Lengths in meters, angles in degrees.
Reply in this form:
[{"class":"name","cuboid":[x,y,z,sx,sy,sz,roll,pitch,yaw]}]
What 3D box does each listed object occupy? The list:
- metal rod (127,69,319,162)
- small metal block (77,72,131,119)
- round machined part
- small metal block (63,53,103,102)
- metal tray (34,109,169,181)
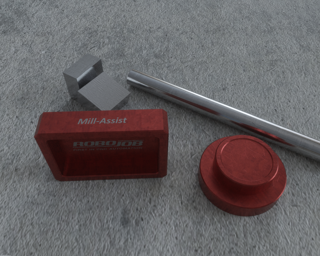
[{"class":"metal rod","cuboid":[0.088,-0.019,0.420,0.301,0.025,0.025,24,54,18]},{"class":"small metal block","cuboid":[-0.078,-0.043,0.430,0.050,0.025,0.050,39,58,8]},{"class":"round machined part","cuboid":[0.095,0.046,0.355,0.099,0.042,0.098,0,50,0]},{"class":"small metal block","cuboid":[-0.107,-0.070,0.445,0.025,0.050,0.050,26,55,20]},{"class":"metal tray","cuboid":[-0.057,0.021,0.342,0.131,0.089,0.030,-2,50,-2]}]
